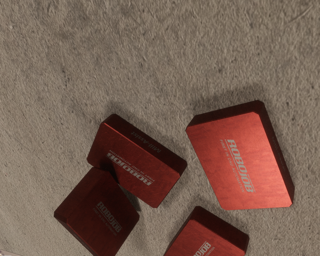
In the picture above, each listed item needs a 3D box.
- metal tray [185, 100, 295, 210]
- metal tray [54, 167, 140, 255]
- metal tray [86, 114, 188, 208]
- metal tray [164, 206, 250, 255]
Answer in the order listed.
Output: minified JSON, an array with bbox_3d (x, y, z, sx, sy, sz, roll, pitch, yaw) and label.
[{"bbox_3d":[0.098,0.038,0.375,0.090,0.030,0.129,-14,112,33],"label":"metal tray"},{"bbox_3d":[-0.088,0.133,0.468,0.030,0.090,0.130,11,140,36],"label":"metal tray"},{"bbox_3d":[-0.037,0.050,0.452,0.130,0.030,0.089,34,129,5],"label":"metal tray"},{"bbox_3d":[0.067,0.189,0.484,0.090,0.030,0.129,30,128,8],"label":"metal tray"}]
